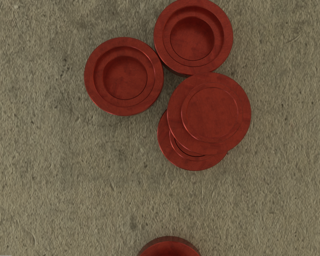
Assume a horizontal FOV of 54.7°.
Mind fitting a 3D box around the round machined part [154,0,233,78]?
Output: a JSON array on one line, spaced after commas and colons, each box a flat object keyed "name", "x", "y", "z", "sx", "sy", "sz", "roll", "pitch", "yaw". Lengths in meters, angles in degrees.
[{"name": "round machined part", "x": 0.041, "y": -0.112, "z": 0.400, "sx": 0.099, "sy": 0.042, "sz": 0.097, "roll": 0, "pitch": 89, "yaw": -2}]

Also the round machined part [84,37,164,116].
[{"name": "round machined part", "x": -0.044, "y": -0.064, "z": 0.401, "sx": 0.099, "sy": 0.042, "sz": 0.097, "roll": 0, "pitch": 90, "yaw": 0}]

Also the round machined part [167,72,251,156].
[{"name": "round machined part", "x": 0.057, "y": -0.017, "z": 0.360, "sx": 0.099, "sy": 0.042, "sz": 0.097, "roll": 0, "pitch": 89, "yaw": 0}]

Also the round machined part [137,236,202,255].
[{"name": "round machined part", "x": 0.013, "y": 0.196, "z": 0.402, "sx": 0.099, "sy": 0.042, "sz": 0.097, "roll": 0, "pitch": 90, "yaw": 0}]

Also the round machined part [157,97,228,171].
[{"name": "round machined part", "x": 0.046, "y": 0.007, "z": 0.402, "sx": 0.099, "sy": 0.042, "sz": 0.097, "roll": 0, "pitch": 90, "yaw": 0}]
